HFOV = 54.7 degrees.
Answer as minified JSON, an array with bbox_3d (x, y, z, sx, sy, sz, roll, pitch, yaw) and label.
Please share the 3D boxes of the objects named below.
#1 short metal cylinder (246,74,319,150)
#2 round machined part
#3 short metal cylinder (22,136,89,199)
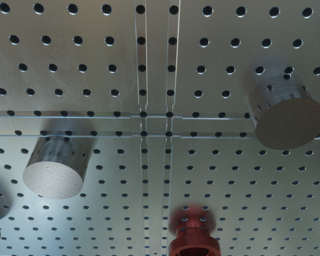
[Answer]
[{"bbox_3d":[0.153,-0.019,0.381,0.081,0.050,0.079,0,130,0],"label":"short metal cylinder"},{"bbox_3d":[0.065,0.229,0.597,0.099,0.042,0.097,0,130,0],"label":"round machined part"},{"bbox_3d":[-0.146,0.057,0.442,0.081,0.050,0.079,0,130,0],"label":"short metal cylinder"}]
